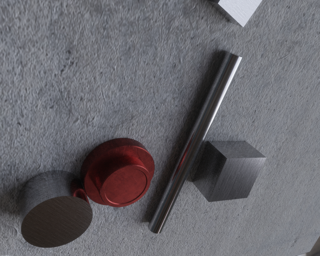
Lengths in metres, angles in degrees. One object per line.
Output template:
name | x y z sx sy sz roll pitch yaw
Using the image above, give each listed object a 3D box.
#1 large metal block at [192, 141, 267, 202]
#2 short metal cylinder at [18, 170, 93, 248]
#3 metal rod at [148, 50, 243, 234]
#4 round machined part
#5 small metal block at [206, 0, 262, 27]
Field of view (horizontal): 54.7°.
large metal block | 0.109 0.067 0.495 0.081 0.050 0.079 2 117 -30
short metal cylinder | -0.129 0.099 0.382 0.081 0.050 0.079 -14 125 -21
metal rod | 0.044 0.034 0.453 0.025 0.025 0.298 8 114 -33
round machined part | -0.051 0.065 0.410 0.099 0.042 0.097 -14 125 -21
small metal block | 0.091 -0.156 0.362 0.050 0.025 0.050 25 105 -37
